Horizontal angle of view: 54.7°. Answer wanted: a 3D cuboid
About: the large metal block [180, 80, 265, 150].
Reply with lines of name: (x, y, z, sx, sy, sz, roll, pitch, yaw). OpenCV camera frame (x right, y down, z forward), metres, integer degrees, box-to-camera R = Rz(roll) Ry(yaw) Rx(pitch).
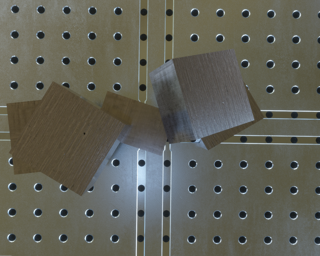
large metal block: (0.073, -0.027, 0.402, 0.080, 0.050, 0.080, -30, 90, 0)

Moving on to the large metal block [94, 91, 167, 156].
large metal block: (-0.029, -0.005, 0.385, 0.080, 0.080, 0.050, 19, 90, -1)

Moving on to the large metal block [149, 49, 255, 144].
large metal block: (0.045, -0.034, 0.333, 0.081, 0.050, 0.080, -16, 91, -29)

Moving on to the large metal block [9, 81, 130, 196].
large metal block: (-0.088, 0.010, 0.319, 0.080, 0.050, 0.080, 31, 90, 0)

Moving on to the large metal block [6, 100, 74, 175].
large metal block: (-0.141, 0.009, 0.384, 0.050, 0.080, 0.079, -6, 90, 0)
